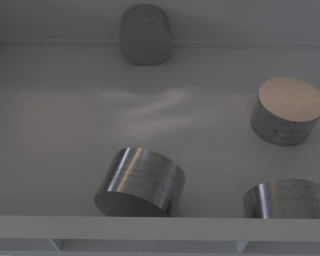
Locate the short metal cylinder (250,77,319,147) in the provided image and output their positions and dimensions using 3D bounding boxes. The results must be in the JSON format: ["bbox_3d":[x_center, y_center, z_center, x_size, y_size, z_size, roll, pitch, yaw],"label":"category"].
[{"bbox_3d":[0.165,-0.022,0.408,0.080,0.050,0.080,0,50,0],"label":"short metal cylinder"}]

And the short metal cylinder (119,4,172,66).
[{"bbox_3d":[-0.023,-0.146,0.492,0.081,0.080,0.050,-2,50,-2],"label":"short metal cylinder"}]

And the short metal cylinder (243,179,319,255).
[{"bbox_3d":[0.122,0.091,0.294,0.080,0.080,0.050,3,50,3],"label":"short metal cylinder"}]

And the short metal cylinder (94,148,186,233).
[{"bbox_3d":[-0.019,0.065,0.315,0.080,0.080,0.050,13,51,10],"label":"short metal cylinder"}]
